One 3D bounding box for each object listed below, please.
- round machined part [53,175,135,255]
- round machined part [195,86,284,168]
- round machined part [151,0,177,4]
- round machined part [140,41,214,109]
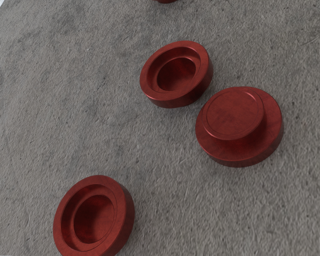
[{"bbox_3d":[-0.072,0.109,0.364,0.098,0.042,0.098,-13,56,21],"label":"round machined part"},{"bbox_3d":[0.086,-0.008,0.353,0.098,0.042,0.098,-13,56,21],"label":"round machined part"},{"bbox_3d":[0.015,-0.259,0.544,0.098,0.042,0.098,-13,56,21],"label":"round machined part"},{"bbox_3d":[0.025,-0.068,0.421,0.098,0.042,0.098,-13,56,21],"label":"round machined part"}]
